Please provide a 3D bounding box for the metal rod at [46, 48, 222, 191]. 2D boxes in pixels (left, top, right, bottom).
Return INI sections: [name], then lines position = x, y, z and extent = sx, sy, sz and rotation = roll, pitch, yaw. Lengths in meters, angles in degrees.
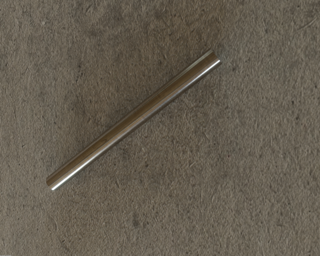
[metal rod]
position = -0.046, -0.003, 0.425
extent = 0.300, 0.025, 0.025
rotation = -37, 78, 16
